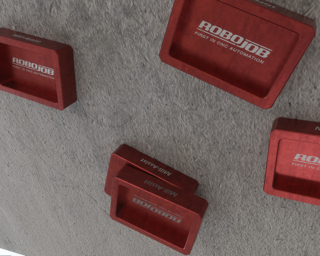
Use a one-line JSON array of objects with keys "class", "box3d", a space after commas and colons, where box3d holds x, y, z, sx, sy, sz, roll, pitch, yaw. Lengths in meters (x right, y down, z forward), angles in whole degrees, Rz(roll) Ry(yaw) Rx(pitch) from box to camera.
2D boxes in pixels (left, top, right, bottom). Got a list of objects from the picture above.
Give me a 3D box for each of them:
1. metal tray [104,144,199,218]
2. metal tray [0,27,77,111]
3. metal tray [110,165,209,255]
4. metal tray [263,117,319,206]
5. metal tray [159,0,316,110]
[{"class": "metal tray", "box3d": [-0.017, 0.090, 0.468, 0.130, 0.030, 0.089, 26, 128, 12]}, {"class": "metal tray", "box3d": [-0.186, -0.086, 0.448, 0.130, 0.030, 0.089, 18, 126, 17]}, {"class": "metal tray", "box3d": [-0.006, 0.116, 0.438, 0.130, 0.030, 0.089, 21, 127, 15]}, {"class": "metal tray", "box3d": [0.184, 0.042, 0.332, 0.130, 0.030, 0.089, 10, 123, 23]}, {"class": "metal tray", "box3d": [0.072, -0.086, 0.312, 0.130, 0.030, 0.089, 27, 128, 11]}]
